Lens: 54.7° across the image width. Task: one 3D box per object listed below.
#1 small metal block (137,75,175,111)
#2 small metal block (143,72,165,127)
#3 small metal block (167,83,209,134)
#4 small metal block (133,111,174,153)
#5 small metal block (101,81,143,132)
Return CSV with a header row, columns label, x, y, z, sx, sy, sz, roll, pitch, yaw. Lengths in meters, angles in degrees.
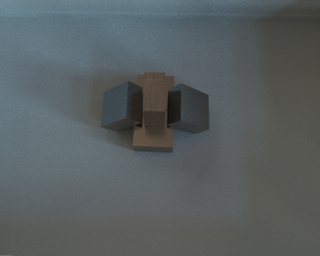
label,x,y,z,sx,sy,sz,roll,pitch,yaw
small metal block,-0.007,-0.044,0.423,0.050,0.025,0.050,3,70,0
small metal block,-0.007,-0.034,0.379,0.025,0.050,0.050,1,70,0
small metal block,0.037,-0.024,0.404,0.050,0.025,0.050,17,66,-36
small metal block,-0.008,0.004,0.406,0.050,0.025,0.050,2,70,1
small metal block,-0.050,-0.027,0.403,0.050,0.025,0.050,-17,64,40
